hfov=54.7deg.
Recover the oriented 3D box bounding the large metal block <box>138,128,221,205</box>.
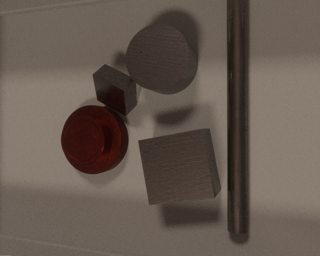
[{"bbox_3d":[0.026,0.047,0.387,0.080,0.050,0.080,-11,86,19],"label":"large metal block"}]

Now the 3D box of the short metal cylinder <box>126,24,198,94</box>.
[{"bbox_3d":[0.004,-0.085,0.394,0.080,0.050,0.079,0,89,18],"label":"short metal cylinder"}]

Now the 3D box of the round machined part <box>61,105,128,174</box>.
[{"bbox_3d":[-0.098,0.017,0.435,0.098,0.042,0.097,0,90,19],"label":"round machined part"}]

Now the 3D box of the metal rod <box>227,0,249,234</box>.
[{"bbox_3d":[0.094,-0.024,0.376,0.025,0.025,0.298,0,90,19],"label":"metal rod"}]

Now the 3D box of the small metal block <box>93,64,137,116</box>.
[{"bbox_3d":[-0.059,-0.050,0.415,0.050,0.050,0.025,29,57,17],"label":"small metal block"}]
